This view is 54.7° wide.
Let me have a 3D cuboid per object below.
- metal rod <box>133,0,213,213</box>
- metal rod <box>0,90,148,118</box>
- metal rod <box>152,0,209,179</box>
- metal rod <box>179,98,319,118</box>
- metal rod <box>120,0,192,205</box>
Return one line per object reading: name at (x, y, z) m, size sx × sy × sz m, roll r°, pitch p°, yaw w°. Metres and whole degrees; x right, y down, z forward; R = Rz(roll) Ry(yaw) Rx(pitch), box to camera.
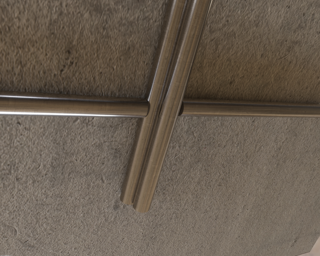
metal rod at (0.010, -0.019, 0.377) m, size 0.025 × 0.025 × 0.298 m, roll 1°, pitch 118°, yaw -29°
metal rod at (-0.153, -0.025, 0.310) m, size 0.303 × 0.025 × 0.025 m, roll 0°, pitch 118°, yaw -29°
metal rod at (0.011, -0.023, 0.403) m, size 0.025 × 0.025 × 0.298 m, roll 1°, pitch 118°, yaw -29°
metal rod at (0.157, -0.029, 0.479) m, size 0.303 × 0.025 × 0.025 m, roll -1°, pitch 119°, yaw -29°
metal rod at (-0.009, -0.028, 0.389) m, size 0.025 × 0.025 × 0.298 m, roll 1°, pitch 118°, yaw -29°
